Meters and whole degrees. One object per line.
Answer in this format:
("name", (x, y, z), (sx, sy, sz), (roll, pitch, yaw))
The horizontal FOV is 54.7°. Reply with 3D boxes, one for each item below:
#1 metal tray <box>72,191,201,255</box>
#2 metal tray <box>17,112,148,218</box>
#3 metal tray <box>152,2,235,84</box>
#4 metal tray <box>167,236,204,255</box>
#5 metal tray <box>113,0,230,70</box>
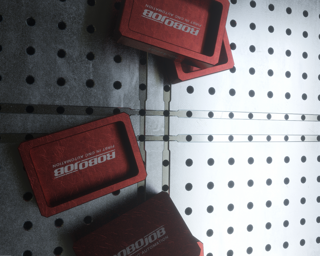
("metal tray", (-0.028, 0.149, 0.382), (0.131, 0.030, 0.090), (-27, 75, -18))
("metal tray", (-0.090, 0.040, 0.377), (0.131, 0.030, 0.089), (-18, 97, -20))
("metal tray", (0.043, -0.134, 0.426), (0.091, 0.030, 0.129), (-17, 96, -20))
("metal tray", (0.015, 0.219, 0.417), (0.091, 0.030, 0.129), (-4, 92, -20))
("metal tray", (0.017, -0.134, 0.384), (0.131, 0.030, 0.090), (13, 86, -20))
